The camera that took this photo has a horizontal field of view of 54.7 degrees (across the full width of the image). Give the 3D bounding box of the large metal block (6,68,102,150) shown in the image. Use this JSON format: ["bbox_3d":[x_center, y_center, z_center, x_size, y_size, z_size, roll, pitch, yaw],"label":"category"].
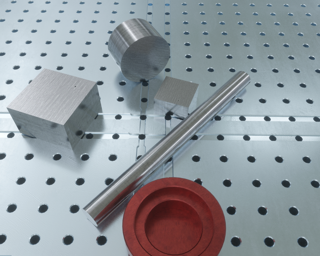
[{"bbox_3d":[-0.136,-0.027,0.412,0.080,0.050,0.080,16,52,13],"label":"large metal block"}]

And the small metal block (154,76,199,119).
[{"bbox_3d":[0.024,-0.044,0.445,0.050,0.025,0.050,16,52,13],"label":"small metal block"}]

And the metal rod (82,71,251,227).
[{"bbox_3d":[0.026,0.009,0.399,0.025,0.025,0.302,35,58,25],"label":"metal rod"}]

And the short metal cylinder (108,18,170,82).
[{"bbox_3d":[-0.032,-0.117,0.470,0.081,0.080,0.050,-21,54,-17],"label":"short metal cylinder"}]

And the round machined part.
[{"bbox_3d":[0.013,0.102,0.311,0.099,0.042,0.098,0,50,0],"label":"round machined part"}]
